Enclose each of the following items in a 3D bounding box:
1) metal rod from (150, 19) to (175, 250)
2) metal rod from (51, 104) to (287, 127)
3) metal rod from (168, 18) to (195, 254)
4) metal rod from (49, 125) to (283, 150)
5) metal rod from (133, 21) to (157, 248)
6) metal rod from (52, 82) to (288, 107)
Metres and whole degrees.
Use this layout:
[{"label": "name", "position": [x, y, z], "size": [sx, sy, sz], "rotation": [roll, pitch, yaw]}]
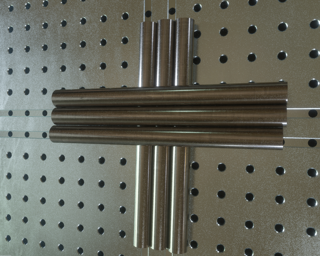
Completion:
[{"label": "metal rod", "position": [0.004, 0.009, 0.412], "size": [0.025, 0.025, 0.298], "rotation": [2, 91, 20]}, {"label": "metal rod", "position": [-0.004, -0.015, 0.388], "size": [0.301, 0.025, 0.025], "rotation": [1, 90, 20]}, {"label": "metal rod", "position": [0.028, 0.010, 0.403], "size": [0.025, 0.025, 0.298], "rotation": [2, 91, 20]}, {"label": "metal rod", "position": [-0.007, 0.010, 0.389], "size": [0.301, 0.025, 0.025], "rotation": [1, 90, 20]}, {"label": "metal rod", "position": [-0.019, 0.009, 0.420], "size": [0.025, 0.025, 0.298], "rotation": [2, 91, 20]}, {"label": "metal rod", "position": [-0.003, -0.040, 0.387], "size": [0.301, 0.025, 0.025], "rotation": [1, 90, 20]}]
